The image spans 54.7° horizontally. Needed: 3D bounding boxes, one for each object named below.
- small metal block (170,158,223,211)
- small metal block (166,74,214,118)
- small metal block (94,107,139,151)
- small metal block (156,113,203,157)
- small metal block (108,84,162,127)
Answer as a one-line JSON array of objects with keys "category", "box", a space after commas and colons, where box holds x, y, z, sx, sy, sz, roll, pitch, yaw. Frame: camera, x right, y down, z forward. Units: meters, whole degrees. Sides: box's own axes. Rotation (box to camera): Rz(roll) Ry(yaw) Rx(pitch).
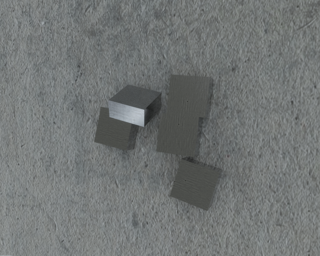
[{"category": "small metal block", "box": [0.046, 0.070, 0.393, 0.050, 0.025, 0.050, 18, 96, 19]}, {"category": "small metal block", "box": [0.039, -0.040, 0.395, 0.050, 0.025, 0.050, 7, 92, 19]}, {"category": "small metal block", "box": [-0.059, 0.000, 0.430, 0.050, 0.025, 0.050, 13, 94, 19]}, {"category": "small metal block", "box": [0.026, 0.008, 0.400, 0.050, 0.025, 0.050, 7, 93, 19]}, {"category": "small metal block", "box": [-0.031, -0.030, 0.404, 0.050, 0.050, 0.025, 16, 126, 19]}]
